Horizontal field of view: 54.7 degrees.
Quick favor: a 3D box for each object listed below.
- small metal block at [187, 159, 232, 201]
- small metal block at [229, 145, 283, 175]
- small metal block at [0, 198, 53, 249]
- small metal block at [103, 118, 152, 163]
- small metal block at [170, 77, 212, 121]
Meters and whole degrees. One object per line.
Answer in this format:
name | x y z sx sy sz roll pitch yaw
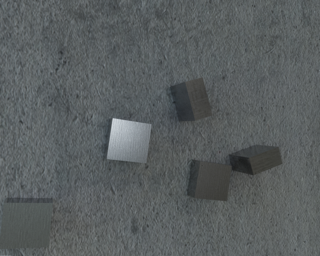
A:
small metal block | 0.069 0.073 0.435 0.050 0.025 0.050 10 87 -20
small metal block | 0.137 0.045 0.446 0.050 0.050 0.025 -17 96 -19
small metal block | -0.151 0.107 0.353 0.050 0.025 0.050 6 88 -20
small metal block | -0.042 0.016 0.394 0.050 0.025 0.050 9 87 -20
small metal block | 0.040 -0.036 0.410 0.025 0.050 0.050 -17 96 -19
